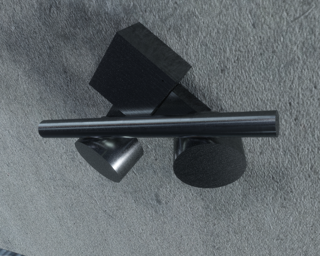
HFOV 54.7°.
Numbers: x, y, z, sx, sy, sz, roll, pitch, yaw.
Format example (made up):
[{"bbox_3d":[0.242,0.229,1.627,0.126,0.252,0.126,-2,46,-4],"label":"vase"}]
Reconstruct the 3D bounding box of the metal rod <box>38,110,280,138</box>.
[{"bbox_3d":[-0.025,-0.001,0.354,0.300,0.025,0.025,-1,118,28],"label":"metal rod"}]

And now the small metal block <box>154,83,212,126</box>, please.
[{"bbox_3d":[0.026,-0.018,0.383,0.050,0.025,0.050,40,129,1],"label":"small metal block"}]

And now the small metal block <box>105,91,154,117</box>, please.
[{"bbox_3d":[-0.038,-0.020,0.416,0.050,0.025,0.050,40,128,1],"label":"small metal block"}]

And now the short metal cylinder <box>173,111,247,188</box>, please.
[{"bbox_3d":[0.056,0.027,0.361,0.080,0.050,0.080,1,135,2],"label":"short metal cylinder"}]

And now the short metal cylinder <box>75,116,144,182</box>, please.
[{"bbox_3d":[-0.070,0.030,0.429,0.080,0.050,0.080,31,153,19],"label":"short metal cylinder"}]

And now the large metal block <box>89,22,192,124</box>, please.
[{"bbox_3d":[-0.024,-0.062,0.364,0.080,0.050,0.080,41,129,0],"label":"large metal block"}]
